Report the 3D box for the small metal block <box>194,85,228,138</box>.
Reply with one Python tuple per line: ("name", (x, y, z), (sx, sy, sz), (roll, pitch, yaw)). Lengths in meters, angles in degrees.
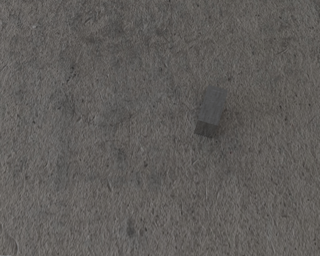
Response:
("small metal block", (0.065, -0.020, 0.403), (0.025, 0.050, 0.050), (17, 71, 6))
